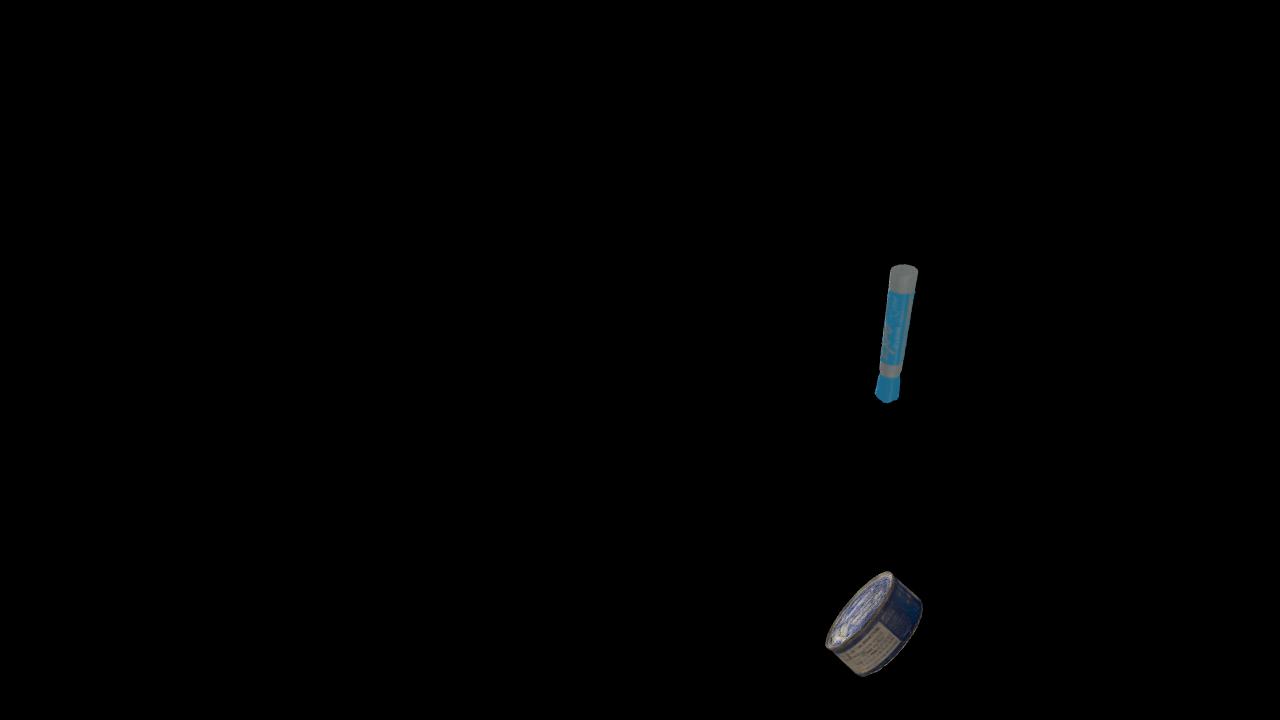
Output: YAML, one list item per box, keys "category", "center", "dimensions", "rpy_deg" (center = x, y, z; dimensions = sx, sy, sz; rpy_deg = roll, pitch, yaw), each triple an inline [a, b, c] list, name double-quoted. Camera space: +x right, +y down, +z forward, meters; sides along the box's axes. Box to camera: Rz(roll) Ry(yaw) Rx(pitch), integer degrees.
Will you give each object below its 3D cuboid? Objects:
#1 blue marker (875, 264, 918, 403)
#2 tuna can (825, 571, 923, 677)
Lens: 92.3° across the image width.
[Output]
- category: "blue marker"
  center: [0.198, -0.016, 0.478]
  dimensions: [0.020, 0.121, 0.020]
  rpy_deg: [-6, 34, 4]
- category: "tuna can"
  center: [0.197, 0.221, 0.517]
  dimensions: [0.034, 0.084, 0.084]
  rpy_deg: [41, 12, 14]
